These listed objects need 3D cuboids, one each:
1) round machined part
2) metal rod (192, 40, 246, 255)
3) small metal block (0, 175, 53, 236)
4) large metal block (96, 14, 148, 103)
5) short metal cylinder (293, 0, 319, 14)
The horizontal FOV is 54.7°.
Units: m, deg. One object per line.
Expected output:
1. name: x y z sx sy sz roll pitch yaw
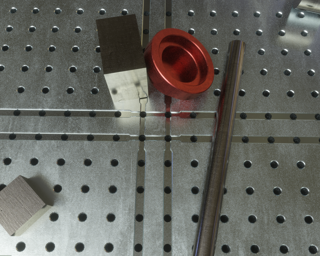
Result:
1. round machined part: 0.021 -0.081 0.418 0.099 0.042 0.098 13 63 -27
2. metal rod: 0.082 0.015 0.407 0.025 0.025 0.299 12 70 4
3. small metal block: -0.170 0.094 0.375 0.050 0.025 0.050 43 75 14
4. large metal block: -0.049 -0.090 0.415 0.050 0.080 0.080 -10 71 -4
5. short metal cylinder: 0.242 -0.215 0.464 0.050 0.080 0.080 15 71 5
